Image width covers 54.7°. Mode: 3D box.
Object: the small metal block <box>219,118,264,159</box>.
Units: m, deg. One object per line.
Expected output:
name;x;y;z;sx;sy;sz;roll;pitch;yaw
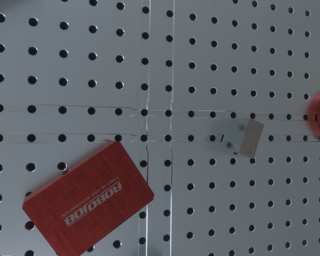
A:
small metal block;0.116;0.014;0.442;0.025;0.050;0.050;22;83;-19

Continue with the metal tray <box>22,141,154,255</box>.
metal tray;-0.084;0.086;0.379;0.131;0.030;0.090;-35;101;-17

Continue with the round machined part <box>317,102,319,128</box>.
round machined part;0.318;-0.022;0.521;0.099;0.042;0.097;0;90;-20
